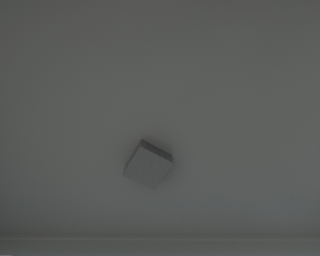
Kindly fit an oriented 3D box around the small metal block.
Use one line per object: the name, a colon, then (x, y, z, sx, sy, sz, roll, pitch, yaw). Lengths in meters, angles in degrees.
small metal block: (-0.017, 0.051, 0.430, 0.050, 0.025, 0.050, 28, 107, -11)
